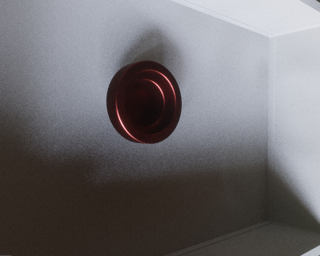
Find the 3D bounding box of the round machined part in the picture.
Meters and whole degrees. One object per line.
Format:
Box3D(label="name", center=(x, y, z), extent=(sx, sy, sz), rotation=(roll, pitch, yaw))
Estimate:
Box3D(label="round machined part", center=(-0.023, -0.030, 0.378), extent=(0.099, 0.042, 0.097), rotation=(0, 90, -40))
